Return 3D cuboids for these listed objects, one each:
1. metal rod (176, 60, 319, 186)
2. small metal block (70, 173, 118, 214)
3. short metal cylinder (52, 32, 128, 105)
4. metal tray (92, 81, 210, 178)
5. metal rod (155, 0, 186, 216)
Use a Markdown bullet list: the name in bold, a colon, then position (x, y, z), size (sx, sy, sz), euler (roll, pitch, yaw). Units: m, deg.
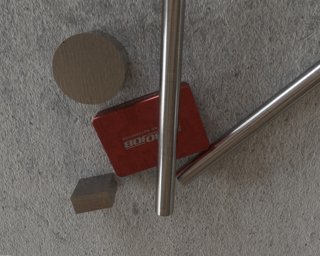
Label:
- **metal rod**: position (0.141, -0.022, 0.402), size (0.300, 0.025, 0.025), euler (-40, 106, 13)
- **small metal block**: position (-0.090, 0.089, 0.428), size (0.050, 0.050, 0.025), euler (-11, 110, 4)
- **short metal cylinder**: position (-0.079, -0.073, 0.369), size (0.081, 0.050, 0.079), euler (0, 110, 0)
- **metal tray**: position (-0.010, 0.003, 0.408), size (0.130, 0.030, 0.090), euler (-19, 109, 6)
- **metal rod**: position (0.011, -0.028, 0.366), size (0.025, 0.025, 0.298), euler (2, 110, -1)
